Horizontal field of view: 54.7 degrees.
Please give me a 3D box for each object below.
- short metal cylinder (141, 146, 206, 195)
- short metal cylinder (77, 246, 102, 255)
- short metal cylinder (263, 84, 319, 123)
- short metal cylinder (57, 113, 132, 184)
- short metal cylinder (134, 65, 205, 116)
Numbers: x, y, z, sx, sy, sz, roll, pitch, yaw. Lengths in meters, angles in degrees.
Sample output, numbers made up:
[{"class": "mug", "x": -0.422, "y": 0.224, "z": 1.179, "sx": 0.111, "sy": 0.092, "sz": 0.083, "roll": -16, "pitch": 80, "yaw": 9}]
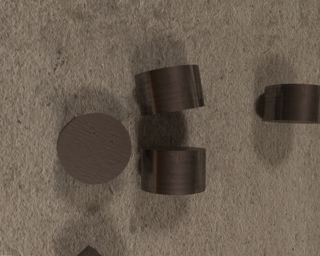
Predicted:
[{"class": "short metal cylinder", "x": 0.017, "y": 0.050, "z": 0.387, "sx": 0.081, "sy": 0.080, "sz": 0.050, "roll": 1, "pitch": 90, "yaw": -20}, {"class": "short metal cylinder", "x": -0.076, "y": 0.183, "z": 0.353, "sx": 0.050, "sy": 0.080, "sz": 0.080, "roll": -41, "pitch": 104, "yaw": -15}, {"class": "short metal cylinder", "x": 0.195, "y": -0.034, "z": 0.454, "sx": 0.081, "sy": 0.080, "sz": 0.050, "roll": 4, "pitch": 89, "yaw": -20}, {"class": "short metal cylinder", "x": -0.079, "y": 0.023, "z": 0.367, "sx": 0.081, "sy": 0.050, "sz": 0.079, "roll": 0, "pitch": 90, "yaw": -21}, {"class": "short metal cylinder", "x": 0.012, "y": -0.046, "z": 0.385, "sx": 0.081, "sy": 0.080, "sz": 0.050, "roll": -11, "pitch": 94, "yaw": -20}]
